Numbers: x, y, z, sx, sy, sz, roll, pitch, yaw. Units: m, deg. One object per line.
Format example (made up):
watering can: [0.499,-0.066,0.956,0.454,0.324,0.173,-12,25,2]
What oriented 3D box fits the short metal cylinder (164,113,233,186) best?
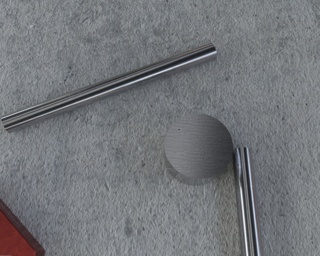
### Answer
short metal cylinder: [0.045,0.028,0.385,0.081,0.050,0.080,0,70,0]

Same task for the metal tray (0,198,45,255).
metal tray: [-0.211,0.131,0.355,0.130,0.030,0.090,42,75,13]

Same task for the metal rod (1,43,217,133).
metal rod: [-0.063,-0.058,0.428,0.302,0.025,0.025,-21,72,-8]

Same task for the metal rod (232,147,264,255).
metal rod: [0.106,0.169,0.347,0.025,0.025,0.299,0,70,-1]
